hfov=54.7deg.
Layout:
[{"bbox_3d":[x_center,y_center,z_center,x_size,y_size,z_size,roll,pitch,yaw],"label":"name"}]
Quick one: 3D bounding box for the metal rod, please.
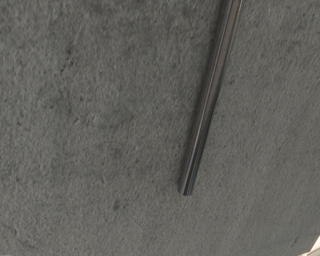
[{"bbox_3d":[0.064,-0.031,0.424,0.025,0.025,0.298,-4,120,-27],"label":"metal rod"}]
